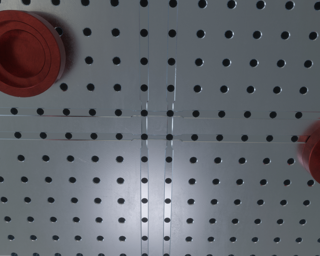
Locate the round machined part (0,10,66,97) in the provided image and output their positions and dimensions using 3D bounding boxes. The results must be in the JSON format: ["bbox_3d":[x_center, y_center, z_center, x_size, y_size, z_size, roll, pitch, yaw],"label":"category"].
[{"bbox_3d":[-0.162,-0.089,0.370,0.099,0.042,0.097,0,110,0],"label":"round machined part"}]

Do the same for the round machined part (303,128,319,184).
[{"bbox_3d":[0.252,0.041,0.421,0.099,0.042,0.097,0,110,0],"label":"round machined part"}]
